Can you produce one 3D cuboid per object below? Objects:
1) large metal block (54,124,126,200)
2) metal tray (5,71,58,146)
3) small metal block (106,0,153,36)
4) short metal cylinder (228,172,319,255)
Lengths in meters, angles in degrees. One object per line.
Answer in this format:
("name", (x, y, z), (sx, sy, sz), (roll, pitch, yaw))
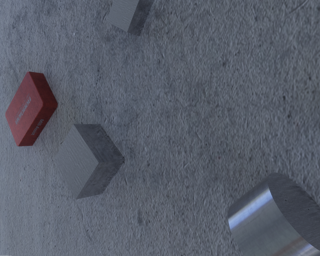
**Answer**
("large metal block", (-0.111, 0.050, 0.481), (0.080, 0.050, 0.080), (50, 119, 28))
("metal tray", (-0.258, -0.036, 0.615), (0.129, 0.030, 0.090), (-47, 62, 29))
("small metal block", (-0.044, -0.166, 0.441), (0.050, 0.025, 0.050), (38, 113, 33))
("short metal cylinder", (0.109, 0.087, 0.279), (0.050, 0.081, 0.080), (-49, 61, 29))
